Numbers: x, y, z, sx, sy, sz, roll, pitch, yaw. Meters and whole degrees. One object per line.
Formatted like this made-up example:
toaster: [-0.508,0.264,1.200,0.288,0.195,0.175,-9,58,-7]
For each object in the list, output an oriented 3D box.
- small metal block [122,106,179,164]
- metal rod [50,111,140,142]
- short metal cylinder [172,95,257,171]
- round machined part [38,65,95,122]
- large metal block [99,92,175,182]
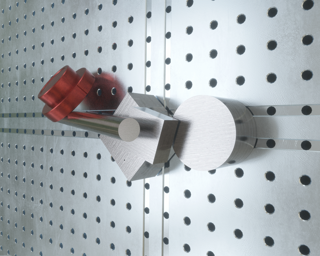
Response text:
small metal block: [-0.012,0.007,0.349,0.050,0.025,0.050,24,105,37]
metal rod: [-0.114,-0.012,0.444,0.300,0.025,0.025,10,96,56]
short metal cylinder: [0.058,0.005,0.343,0.080,0.050,0.079,0,90,39]
round machined part: [-0.152,-0.060,0.485,0.098,0.042,0.098,-33,31,23]
large metal block: [-0.024,0.011,0.408,0.080,0.050,0.080,51,120,27]
